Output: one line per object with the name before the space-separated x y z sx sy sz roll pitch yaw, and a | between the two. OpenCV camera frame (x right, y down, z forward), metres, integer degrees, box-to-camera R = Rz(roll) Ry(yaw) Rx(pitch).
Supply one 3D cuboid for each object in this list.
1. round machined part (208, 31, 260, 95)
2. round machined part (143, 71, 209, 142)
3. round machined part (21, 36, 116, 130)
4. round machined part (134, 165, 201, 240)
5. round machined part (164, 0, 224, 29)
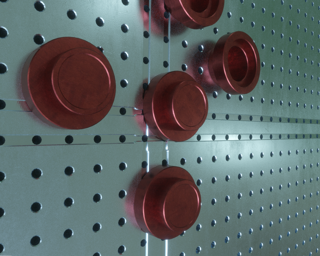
round machined part | 0.116 -0.102 0.498 0.099 0.042 0.097 0 90 -40
round machined part | 0.028 -0.030 0.424 0.099 0.042 0.097 0 90 -40
round machined part | -0.088 -0.047 0.326 0.099 0.042 0.097 0 90 -40
round machined part | 0.017 0.100 0.415 0.099 0.042 0.097 0 90 -40
round machined part | 0.043 -0.188 0.436 0.099 0.042 0.097 0 90 -40
